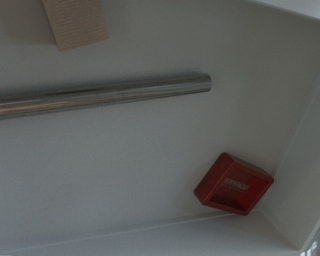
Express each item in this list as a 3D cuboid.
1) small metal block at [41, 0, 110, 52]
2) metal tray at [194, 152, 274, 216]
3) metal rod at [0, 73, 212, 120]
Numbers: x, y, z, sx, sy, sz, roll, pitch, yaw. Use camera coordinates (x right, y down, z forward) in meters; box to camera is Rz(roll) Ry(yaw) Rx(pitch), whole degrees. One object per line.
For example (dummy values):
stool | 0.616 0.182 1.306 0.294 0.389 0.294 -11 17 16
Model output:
small metal block | -0.082 -0.107 0.299 0.050 0.025 0.050 -21 127 -16
metal tray | 0.132 0.102 0.543 0.131 0.030 0.090 24 105 -37
metal rod | -0.076 -0.035 0.346 0.303 0.025 0.025 -10 123 -24
